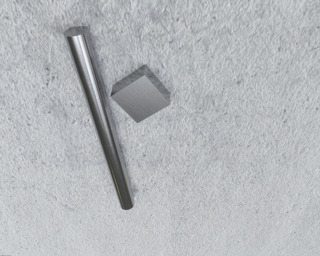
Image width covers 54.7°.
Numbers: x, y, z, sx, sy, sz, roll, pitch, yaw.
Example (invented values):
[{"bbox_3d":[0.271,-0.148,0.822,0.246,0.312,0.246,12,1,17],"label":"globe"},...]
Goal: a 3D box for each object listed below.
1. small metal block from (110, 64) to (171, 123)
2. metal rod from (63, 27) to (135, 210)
[{"bbox_3d":[-0.023,-0.040,0.373,0.050,0.025,0.050,-29,125,22],"label":"small metal block"},{"bbox_3d":[-0.071,0.013,0.416,0.025,0.025,0.298,-5,130,4],"label":"metal rod"}]
